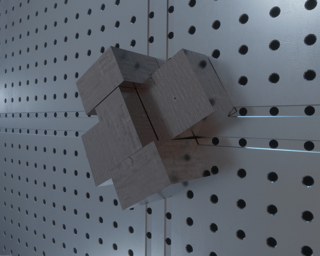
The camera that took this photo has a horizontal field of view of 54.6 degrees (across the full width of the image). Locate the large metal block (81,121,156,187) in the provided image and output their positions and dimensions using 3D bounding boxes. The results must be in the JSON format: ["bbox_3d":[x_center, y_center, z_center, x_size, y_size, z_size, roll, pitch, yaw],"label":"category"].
[{"bbox_3d":[-0.060,0.030,0.445,0.080,0.050,0.080,-33,69,35],"label":"large metal block"}]

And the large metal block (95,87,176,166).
[{"bbox_3d":[-0.025,-0.002,0.395,0.050,0.081,0.080,-35,68,34],"label":"large metal block"}]

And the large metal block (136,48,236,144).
[{"bbox_3d":[0.029,-0.034,0.369,0.080,0.050,0.080,-35,70,34],"label":"large metal block"}]

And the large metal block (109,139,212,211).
[{"bbox_3d":[0.001,0.054,0.374,0.080,0.081,0.050,-35,68,34],"label":"large metal block"}]

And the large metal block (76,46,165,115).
[{"bbox_3d":[-0.051,-0.058,0.416,0.080,0.081,0.050,-35,68,35],"label":"large metal block"}]
